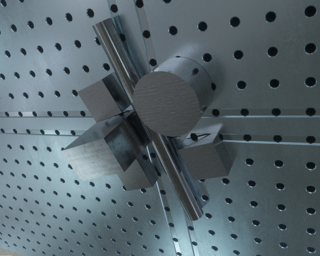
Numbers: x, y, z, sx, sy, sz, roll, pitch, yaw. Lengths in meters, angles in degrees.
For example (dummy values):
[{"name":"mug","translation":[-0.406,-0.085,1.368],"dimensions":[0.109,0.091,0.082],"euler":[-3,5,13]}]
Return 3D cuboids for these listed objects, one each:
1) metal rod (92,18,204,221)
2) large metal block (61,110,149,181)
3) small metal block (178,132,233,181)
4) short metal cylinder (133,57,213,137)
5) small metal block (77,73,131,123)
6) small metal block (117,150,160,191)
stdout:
[{"name":"metal rod","translation":[-0.008,0.002,0.415],"dimensions":[0.025,0.025,0.299],"euler":[-13,112,33]},{"name":"large metal block","translation":[-0.070,0.023,0.423],"dimensions":[0.080,0.080,0.050],"euler":[-16,110,34]},{"name":"small metal block","translation":[0.059,0.038,0.402],"dimensions":[0.050,0.025,0.050],"euler":[-15,111,34]},{"name":"short metal cylinder","translation":[0.016,-0.037,0.362],"dimensions":[0.080,0.050,0.079],"euler":[13,124,20]},{"name":"small metal block","translation":[-0.077,-0.041,0.425],"dimensions":[0.050,0.025,0.050],"euler":[-19,109,35]},{"name":"small metal block","translation":[-0.037,0.065,0.469],"dimensions":[0.050,0.025,0.050],"euler":[-17,110,34]}]
